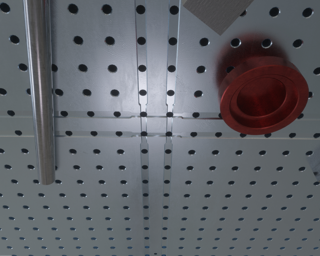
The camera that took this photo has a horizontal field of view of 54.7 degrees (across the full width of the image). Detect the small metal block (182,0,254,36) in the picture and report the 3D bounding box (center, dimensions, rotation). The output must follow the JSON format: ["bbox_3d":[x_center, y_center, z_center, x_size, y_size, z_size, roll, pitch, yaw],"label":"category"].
[{"bbox_3d":[0.057,-0.128,0.303,0.050,0.025,0.050,30,124,-23],"label":"small metal block"}]

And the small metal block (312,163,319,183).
[{"bbox_3d":[0.272,0.064,0.469,0.050,0.025,0.050,21,127,-17],"label":"small metal block"}]

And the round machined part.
[{"bbox_3d":[0.118,-0.041,0.366,0.099,0.042,0.097,0,130,0],"label":"round machined part"}]

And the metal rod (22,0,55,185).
[{"bbox_3d":[-0.145,-0.034,0.381,0.025,0.025,0.298,8,130,-7],"label":"metal rod"}]
